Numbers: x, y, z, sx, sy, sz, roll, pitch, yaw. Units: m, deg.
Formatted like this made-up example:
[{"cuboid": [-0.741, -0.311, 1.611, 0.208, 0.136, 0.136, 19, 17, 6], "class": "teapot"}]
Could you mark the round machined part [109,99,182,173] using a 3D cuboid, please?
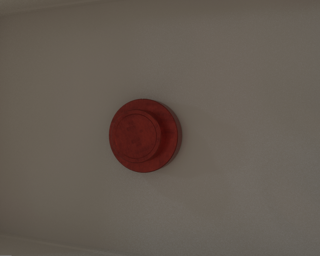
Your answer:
[{"cuboid": [-0.024, 0.010, 0.405, 0.098, 0.042, 0.097, 0, 90, 19], "class": "round machined part"}]
